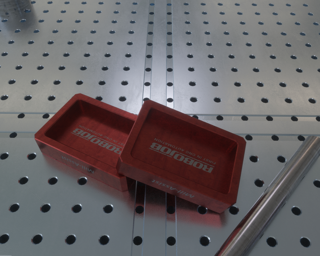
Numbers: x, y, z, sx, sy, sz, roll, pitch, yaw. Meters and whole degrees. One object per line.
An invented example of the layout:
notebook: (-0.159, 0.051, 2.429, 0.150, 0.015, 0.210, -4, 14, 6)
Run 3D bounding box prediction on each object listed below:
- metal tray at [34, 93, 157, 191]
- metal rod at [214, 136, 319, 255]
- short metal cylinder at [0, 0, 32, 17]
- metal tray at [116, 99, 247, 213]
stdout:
metal tray: (-0.077, 0.013, 0.392, 0.130, 0.030, 0.090, 22, 53, 17)
metal rod: (0.094, 0.104, 0.320, 0.025, 0.025, 0.302, 35, 58, 26)
short metal cylinder: (-0.302, -0.264, 0.611, 0.081, 0.050, 0.080, 0, 50, 0)
metal tray: (0.027, 0.030, 0.354, 0.131, 0.030, 0.090, 22, 55, -2)
